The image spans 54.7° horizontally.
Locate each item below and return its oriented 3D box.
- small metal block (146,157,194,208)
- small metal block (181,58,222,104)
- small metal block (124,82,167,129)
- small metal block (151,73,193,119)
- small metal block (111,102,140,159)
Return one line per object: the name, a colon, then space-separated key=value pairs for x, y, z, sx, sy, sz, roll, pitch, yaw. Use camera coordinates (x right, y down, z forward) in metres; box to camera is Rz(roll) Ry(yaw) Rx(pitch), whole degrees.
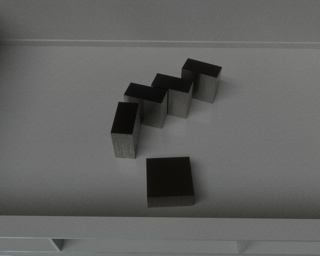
small metal block: x=0.010 y=0.061 z=0.353 sx=0.050 sy=0.025 sz=0.050 roll=-2 pitch=50 yaw=-2
small metal block: x=0.058 y=-0.067 z=0.446 sx=0.050 sy=0.050 sz=0.025 roll=18 pitch=53 yaw=14
small metal block: x=-0.018 y=-0.029 z=0.413 sx=0.050 sy=0.050 sz=0.025 roll=13 pitch=52 yaw=11
small metal block: x=0.016 y=-0.043 z=0.425 sx=0.050 sy=0.050 sz=0.025 roll=14 pitch=52 yaw=11
small metal block: x=-0.041 y=0.003 z=0.386 sx=0.025 sy=0.050 sz=0.050 roll=4 pitch=50 yaw=4
